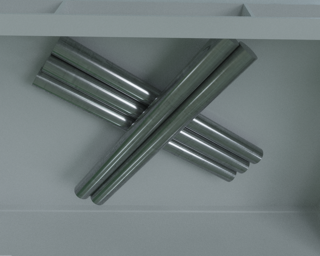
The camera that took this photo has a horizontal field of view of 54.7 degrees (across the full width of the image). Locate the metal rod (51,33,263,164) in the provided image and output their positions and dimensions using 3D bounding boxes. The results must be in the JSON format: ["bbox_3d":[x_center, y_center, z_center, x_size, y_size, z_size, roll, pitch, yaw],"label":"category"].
[{"bbox_3d":[0.014,-0.025,0.386,0.301,0.025,0.025,28,125,-22],"label":"metal rod"}]

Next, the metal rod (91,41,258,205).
[{"bbox_3d":[-0.002,0.013,0.385,0.025,0.025,0.299,30,124,-23],"label":"metal rod"}]

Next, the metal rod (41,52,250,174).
[{"bbox_3d":[-0.002,-0.009,0.399,0.301,0.025,0.025,28,125,-22],"label":"metal rod"}]

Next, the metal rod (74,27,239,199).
[{"bbox_3d":[-0.023,0.002,0.376,0.025,0.025,0.299,30,124,-23],"label":"metal rod"}]

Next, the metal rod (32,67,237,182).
[{"bbox_3d":[-0.017,0.005,0.411,0.301,0.025,0.025,28,125,-22],"label":"metal rod"}]
